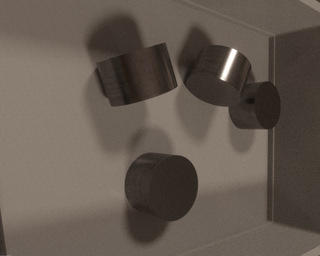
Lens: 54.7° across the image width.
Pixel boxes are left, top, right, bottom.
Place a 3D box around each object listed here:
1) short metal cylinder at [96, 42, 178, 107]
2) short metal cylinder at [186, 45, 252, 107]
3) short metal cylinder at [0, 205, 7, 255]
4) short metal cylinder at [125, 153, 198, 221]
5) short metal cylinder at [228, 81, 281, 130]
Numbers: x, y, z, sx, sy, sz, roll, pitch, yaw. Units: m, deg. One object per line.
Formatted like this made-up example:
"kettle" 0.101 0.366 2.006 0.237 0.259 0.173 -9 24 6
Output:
"short metal cylinder" -0.025 -0.061 0.351 0.081 0.080 0.050 -28 108 -37
"short metal cylinder" 0.084 -0.073 0.443 0.080 0.080 0.050 36 68 -35
"short metal cylinder" -0.163 0.091 0.235 0.081 0.080 0.050 -9 96 -40
"short metal cylinder" 0.003 0.073 0.395 0.081 0.050 0.079 0 90 -40
"short metal cylinder" 0.163 -0.037 0.530 0.081 0.050 0.079 0 90 -40
